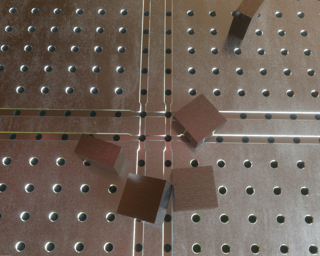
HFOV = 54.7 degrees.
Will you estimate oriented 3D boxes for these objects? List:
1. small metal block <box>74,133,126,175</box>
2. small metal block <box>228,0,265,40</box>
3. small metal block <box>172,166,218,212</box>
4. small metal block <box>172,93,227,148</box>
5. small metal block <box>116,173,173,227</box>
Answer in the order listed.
[{"bbox_3d":[-0.073,0.034,0.385,0.050,0.050,0.025,19,71,6],"label":"small metal block"},{"bbox_3d":[0.131,-0.170,0.462,0.025,0.050,0.050,32,73,10],"label":"small metal block"},{"bbox_3d":[0.042,0.076,0.385,0.050,0.025,0.050,-4,70,-2],"label":"small metal block"},{"bbox_3d":[0.052,-0.010,0.416,0.050,0.025,0.050,-36,74,-13],"label":"small metal block"},{"bbox_3d":[-0.017,0.085,0.372,0.050,0.025,0.050,7,69,25],"label":"small metal block"}]
